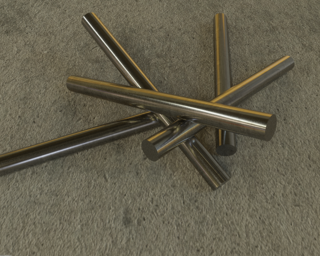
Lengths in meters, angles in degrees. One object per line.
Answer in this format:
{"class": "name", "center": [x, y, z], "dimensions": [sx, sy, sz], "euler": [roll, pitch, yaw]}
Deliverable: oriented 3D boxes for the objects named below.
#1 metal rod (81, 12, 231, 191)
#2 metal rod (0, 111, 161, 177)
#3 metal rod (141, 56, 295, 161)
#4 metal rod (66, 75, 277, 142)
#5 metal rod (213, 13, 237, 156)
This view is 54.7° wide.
{"class": "metal rod", "center": [-0.016, -0.047, 0.401], "dimensions": [0.025, 0.025, 0.300], "euler": [-30, 69, -22]}
{"class": "metal rod", "center": [-0.100, 0.017, 0.388], "dimensions": [0.302, 0.025, 0.025], "euler": [-17, 52, -14]}
{"class": "metal rod", "center": [0.095, -0.040, 0.404], "dimensions": [0.025, 0.025, 0.302], "euler": [38, 49, 27]}
{"class": "metal rod", "center": [-0.015, -0.033, 0.367], "dimensions": [0.300, 0.025, 0.025], "euler": [16, 49, 38]}
{"class": "metal rod", "center": [0.096, -0.087, 0.476], "dimensions": [0.025, 0.025, 0.300], "euler": [4, 50, 4]}
